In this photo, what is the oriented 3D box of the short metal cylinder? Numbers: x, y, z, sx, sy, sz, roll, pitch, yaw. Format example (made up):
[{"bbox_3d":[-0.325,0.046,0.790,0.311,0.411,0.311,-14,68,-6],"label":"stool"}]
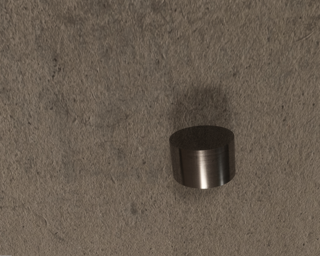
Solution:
[{"bbox_3d":[0.054,0.034,0.394,0.080,0.080,0.050,-6,110,2],"label":"short metal cylinder"}]
